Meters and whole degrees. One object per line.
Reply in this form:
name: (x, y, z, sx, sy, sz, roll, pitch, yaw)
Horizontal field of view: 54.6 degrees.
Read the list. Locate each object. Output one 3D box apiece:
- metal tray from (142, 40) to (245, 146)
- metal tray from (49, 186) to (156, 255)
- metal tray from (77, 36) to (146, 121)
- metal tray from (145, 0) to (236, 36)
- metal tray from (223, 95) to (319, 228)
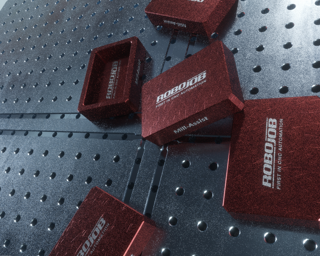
metal tray: (0.034, -0.041, 0.391, 0.130, 0.030, 0.090, -26, 51, 32)
metal tray: (-0.075, 0.144, 0.357, 0.090, 0.030, 0.130, 21, 73, 36)
metal tray: (-0.075, -0.079, 0.494, 0.090, 0.030, 0.130, -9, 57, 23)
metal tray: (0.049, -0.204, 0.505, 0.130, 0.030, 0.090, 26, 76, 37)
metal tray: (0.120, 0.030, 0.324, 0.090, 0.030, 0.130, -1, 61, 27)
